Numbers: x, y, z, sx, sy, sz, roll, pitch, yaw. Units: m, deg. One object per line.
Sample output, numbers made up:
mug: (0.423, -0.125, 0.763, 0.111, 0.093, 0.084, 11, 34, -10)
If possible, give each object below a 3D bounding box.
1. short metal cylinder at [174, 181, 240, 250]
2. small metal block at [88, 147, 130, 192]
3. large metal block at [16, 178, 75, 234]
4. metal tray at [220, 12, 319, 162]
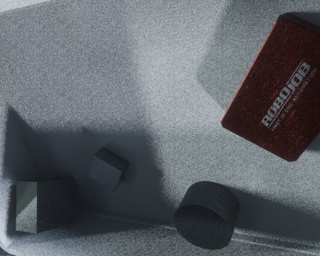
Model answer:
short metal cylinder: (0.066, 0.121, 0.432, 0.080, 0.050, 0.079, 13, 124, 20)
small metal block: (-0.081, 0.066, 0.490, 0.050, 0.025, 0.050, 29, 128, 9)
large metal block: (-0.195, 0.129, 0.534, 0.050, 0.080, 0.080, -4, 84, 30)
metal tray: (0.130, -0.036, 0.314, 0.090, 0.030, 0.129, 29, 128, 9)
